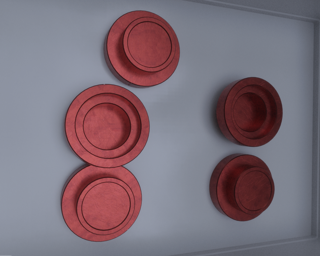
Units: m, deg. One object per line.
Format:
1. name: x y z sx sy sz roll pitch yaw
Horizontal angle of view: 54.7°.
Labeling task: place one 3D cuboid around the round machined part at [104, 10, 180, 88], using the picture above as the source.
1. round machined part: -0.019 -0.101 0.395 0.099 0.042 0.097 0 90 -21

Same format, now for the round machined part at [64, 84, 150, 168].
1. round machined part: -0.066 -0.001 0.375 0.099 0.042 0.097 2 84 -21

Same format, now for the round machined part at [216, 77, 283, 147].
1. round machined part: 0.124 -0.022 0.449 0.099 0.042 0.097 0 90 -21

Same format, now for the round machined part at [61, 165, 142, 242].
1. round machined part: -0.069 0.090 0.377 0.099 0.042 0.097 0 90 -21

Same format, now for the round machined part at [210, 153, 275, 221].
1. round machined part: 0.126 0.087 0.450 0.099 0.042 0.097 0 90 -21
